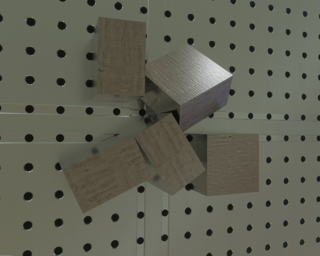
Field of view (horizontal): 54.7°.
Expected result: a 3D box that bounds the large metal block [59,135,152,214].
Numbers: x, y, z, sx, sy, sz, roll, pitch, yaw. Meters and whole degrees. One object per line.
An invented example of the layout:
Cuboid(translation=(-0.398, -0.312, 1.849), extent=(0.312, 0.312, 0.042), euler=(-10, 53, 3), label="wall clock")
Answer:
Cuboid(translation=(-0.067, 0.048, 0.360), extent=(0.081, 0.080, 0.050), euler=(-25, 99, -19), label="large metal block")

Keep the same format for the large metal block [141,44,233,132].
Cuboid(translation=(0.029, -0.051, 0.386), extent=(0.081, 0.050, 0.080), euler=(-31, 56, -23), label="large metal block")

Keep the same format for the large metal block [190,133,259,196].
Cuboid(translation=(0.089, 0.048, 0.434), extent=(0.081, 0.050, 0.079), euler=(0, 90, -21), label="large metal block")

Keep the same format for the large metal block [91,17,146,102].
Cuboid(translation=(-0.051, -0.074, 0.364), extent=(0.050, 0.080, 0.079), euler=(1, 90, -17), label="large metal block")

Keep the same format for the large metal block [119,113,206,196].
Cuboid(translation=(-0.001, 0.029, 0.384), extent=(0.050, 0.080, 0.080), euler=(-35, 102, -17), label="large metal block")
